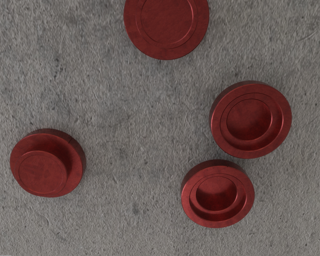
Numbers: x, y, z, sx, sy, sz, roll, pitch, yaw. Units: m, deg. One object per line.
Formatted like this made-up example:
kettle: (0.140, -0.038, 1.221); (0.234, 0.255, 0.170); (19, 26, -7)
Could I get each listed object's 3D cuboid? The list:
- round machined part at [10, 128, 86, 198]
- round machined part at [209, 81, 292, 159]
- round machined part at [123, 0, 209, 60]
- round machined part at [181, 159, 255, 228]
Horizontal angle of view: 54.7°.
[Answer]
round machined part: (-0.154, 0.053, 0.419); (0.099, 0.042, 0.097); (0, 110, 0)
round machined part: (0.112, -0.013, 0.397); (0.099, 0.042, 0.097); (0, 110, 0)
round machined part: (0.007, -0.127, 0.354); (0.099, 0.042, 0.097); (0, 110, 0)
round machined part: (0.078, 0.087, 0.433); (0.099, 0.042, 0.097); (0, 110, 0)
